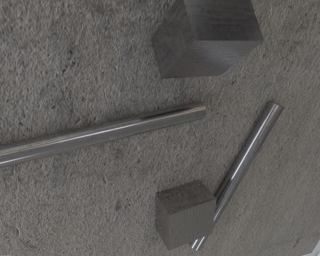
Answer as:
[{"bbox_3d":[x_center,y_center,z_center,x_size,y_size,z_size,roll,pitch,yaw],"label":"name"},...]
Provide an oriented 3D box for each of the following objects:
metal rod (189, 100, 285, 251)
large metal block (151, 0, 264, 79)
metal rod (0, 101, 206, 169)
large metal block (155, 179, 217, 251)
[{"bbox_3d":[0.124,0.091,0.531,0.025,0.025,0.298,12,113,-33],"label":"metal rod"},{"bbox_3d":[0.047,-0.094,0.331,0.081,0.050,0.080,-7,166,-25],"label":"large metal block"},{"bbox_3d":[-0.081,0.009,0.368,0.302,0.025,0.025,-14,124,-21],"label":"metal rod"},{"bbox_3d":[0.040,0.139,0.498,0.081,0.050,0.079,-13,124,-21],"label":"large metal block"}]
